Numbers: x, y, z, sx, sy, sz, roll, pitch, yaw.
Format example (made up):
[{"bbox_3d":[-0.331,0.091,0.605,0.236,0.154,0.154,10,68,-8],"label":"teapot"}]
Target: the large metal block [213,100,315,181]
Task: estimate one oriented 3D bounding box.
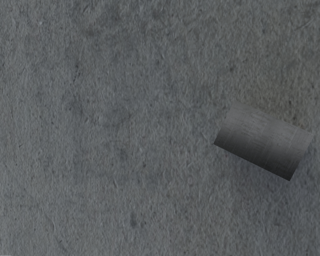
[{"bbox_3d":[0.113,0.011,0.340,0.080,0.080,0.050,27,99,17],"label":"large metal block"}]
